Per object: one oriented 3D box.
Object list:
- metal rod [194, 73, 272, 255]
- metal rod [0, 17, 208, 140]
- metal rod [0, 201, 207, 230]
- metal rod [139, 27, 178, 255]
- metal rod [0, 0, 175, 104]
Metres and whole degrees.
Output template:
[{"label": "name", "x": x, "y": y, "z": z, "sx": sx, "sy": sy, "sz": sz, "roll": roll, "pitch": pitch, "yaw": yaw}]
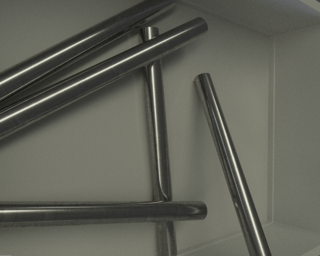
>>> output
[{"label": "metal rod", "x": 0.097, "y": 0.059, "z": 0.410, "sx": 0.025, "sy": 0.025, "sz": 0.299, "roll": 5, "pitch": 61, "yaw": -40}, {"label": "metal rod", "x": -0.057, "y": -0.061, "z": 0.338, "sx": 0.302, "sy": 0.025, "sz": 0.025, "roll": -33, "pitch": 111, "yaw": -28}, {"label": "metal rod", "x": -0.069, "y": 0.091, "z": 0.331, "sx": 0.302, "sy": 0.025, "sz": 0.025, "roll": 9, "pitch": 84, "yaw": -34}, {"label": "metal rod", "x": -0.001, "y": 0.022, "z": 0.407, "sx": 0.025, "sy": 0.025, "sz": 0.298, "roll": -8, "pitch": 96, "yaw": -40}, {"label": "metal rod", "x": -0.086, "y": -0.089, "z": 0.335, "sx": 0.302, "sy": 0.025, "sz": 0.025, "roll": -41, "pitch": 115, "yaw": -33}]
